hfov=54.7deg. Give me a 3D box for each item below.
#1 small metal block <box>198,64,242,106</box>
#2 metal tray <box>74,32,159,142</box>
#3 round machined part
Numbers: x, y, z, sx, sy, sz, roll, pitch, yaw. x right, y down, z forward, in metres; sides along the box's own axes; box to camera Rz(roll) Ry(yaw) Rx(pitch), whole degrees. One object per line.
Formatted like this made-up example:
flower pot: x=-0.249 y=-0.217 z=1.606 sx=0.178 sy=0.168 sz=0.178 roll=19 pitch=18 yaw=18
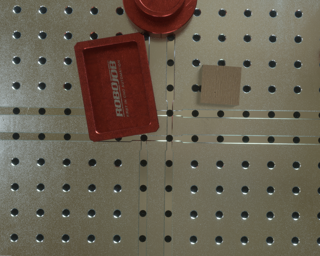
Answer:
small metal block: x=0.079 y=-0.056 z=0.414 sx=0.050 sy=0.025 sz=0.050 roll=4 pitch=90 yaw=0
metal tray: x=-0.055 y=-0.052 z=0.410 sx=0.091 sy=0.030 sz=0.129 roll=-10 pitch=90 yaw=0
round machined part: x=0.000 y=-0.172 z=0.405 sx=0.099 sy=0.042 sz=0.097 roll=0 pitch=90 yaw=0
